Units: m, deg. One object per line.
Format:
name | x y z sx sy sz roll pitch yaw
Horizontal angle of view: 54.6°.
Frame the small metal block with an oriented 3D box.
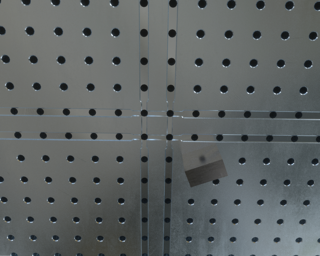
small metal block | 0.059 0.050 0.419 0.050 0.050 0.025 -19 109 7
